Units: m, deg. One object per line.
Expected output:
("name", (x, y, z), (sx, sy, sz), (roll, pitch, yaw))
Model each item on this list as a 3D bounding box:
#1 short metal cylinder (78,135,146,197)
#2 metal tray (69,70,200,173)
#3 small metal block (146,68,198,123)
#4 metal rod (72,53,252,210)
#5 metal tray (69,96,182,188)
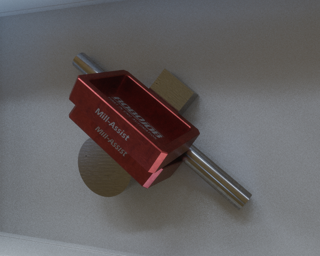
("short metal cylinder", (-0.060, 0.045, 0.410), (0.080, 0.050, 0.079), (4, 98, 24))
("metal tray", (-0.027, -0.015, 0.356), (0.130, 0.091, 0.030), (41, 120, 15))
("small metal block", (0.013, -0.041, 0.404), (0.050, 0.025, 0.050), (42, 103, 14))
("metal rod", (-0.007, -0.005, 0.412), (0.300, 0.025, 0.025), (41, 103, 15))
("metal tray", (-0.039, 0.014, 0.387), (0.130, 0.090, 0.030), (41, 103, 15))
